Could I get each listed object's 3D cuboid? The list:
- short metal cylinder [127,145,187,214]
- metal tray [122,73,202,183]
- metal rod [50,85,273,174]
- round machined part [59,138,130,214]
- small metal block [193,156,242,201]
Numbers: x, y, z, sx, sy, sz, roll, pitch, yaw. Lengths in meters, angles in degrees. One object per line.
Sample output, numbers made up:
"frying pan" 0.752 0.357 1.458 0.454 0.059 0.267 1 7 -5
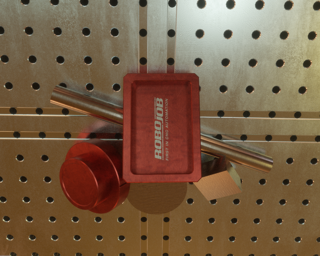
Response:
"short metal cylinder" -0.005 0.069 0.421 0.081 0.050 0.079 0 110 0
"metal tray" 0.002 0.000 0.375 0.091 0.030 0.129 0 81 -1
"metal rod" 0.008 0.005 0.411 0.302 0.025 0.025 18 109 -7
"round machined part" -0.090 0.066 0.399 0.098 0.042 0.097 9 107 31
"small metal block" 0.078 0.070 0.424 0.050 0.025 0.050 -21 126 24
